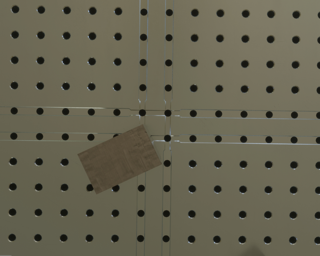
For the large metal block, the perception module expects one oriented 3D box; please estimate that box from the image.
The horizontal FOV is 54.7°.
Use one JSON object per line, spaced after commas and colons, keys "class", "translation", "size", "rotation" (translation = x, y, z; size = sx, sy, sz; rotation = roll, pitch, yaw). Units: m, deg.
{"class": "large metal block", "translation": [-0.045, 0.035, 0.385], "size": [0.080, 0.080, 0.050], "rotation": [-25, 90, 0]}
